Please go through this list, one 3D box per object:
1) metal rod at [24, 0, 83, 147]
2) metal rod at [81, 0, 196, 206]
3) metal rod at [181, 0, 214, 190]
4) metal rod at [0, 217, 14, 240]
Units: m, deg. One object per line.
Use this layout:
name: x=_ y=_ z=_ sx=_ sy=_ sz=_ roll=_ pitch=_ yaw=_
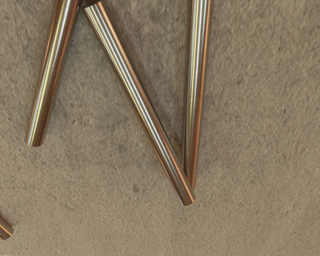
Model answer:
metal rod: x=-0.109 y=-0.088 z=0.330 sx=0.025 sy=0.025 sz=0.298 roll=18 pitch=128 yaw=-16
metal rod: x=-0.012 y=-0.008 z=0.383 sx=0.025 sy=0.025 sz=0.299 roll=-17 pitch=124 yaw=13
metal rod: x=0.042 y=-0.025 z=0.386 sx=0.025 sy=0.025 sz=0.298 roll=-1 pitch=130 yaw=0
metal rod: x=-0.322 y=0.085 z=0.474 sx=0.025 sy=0.025 sz=0.299 roll=-13 pitch=129 yaw=10
